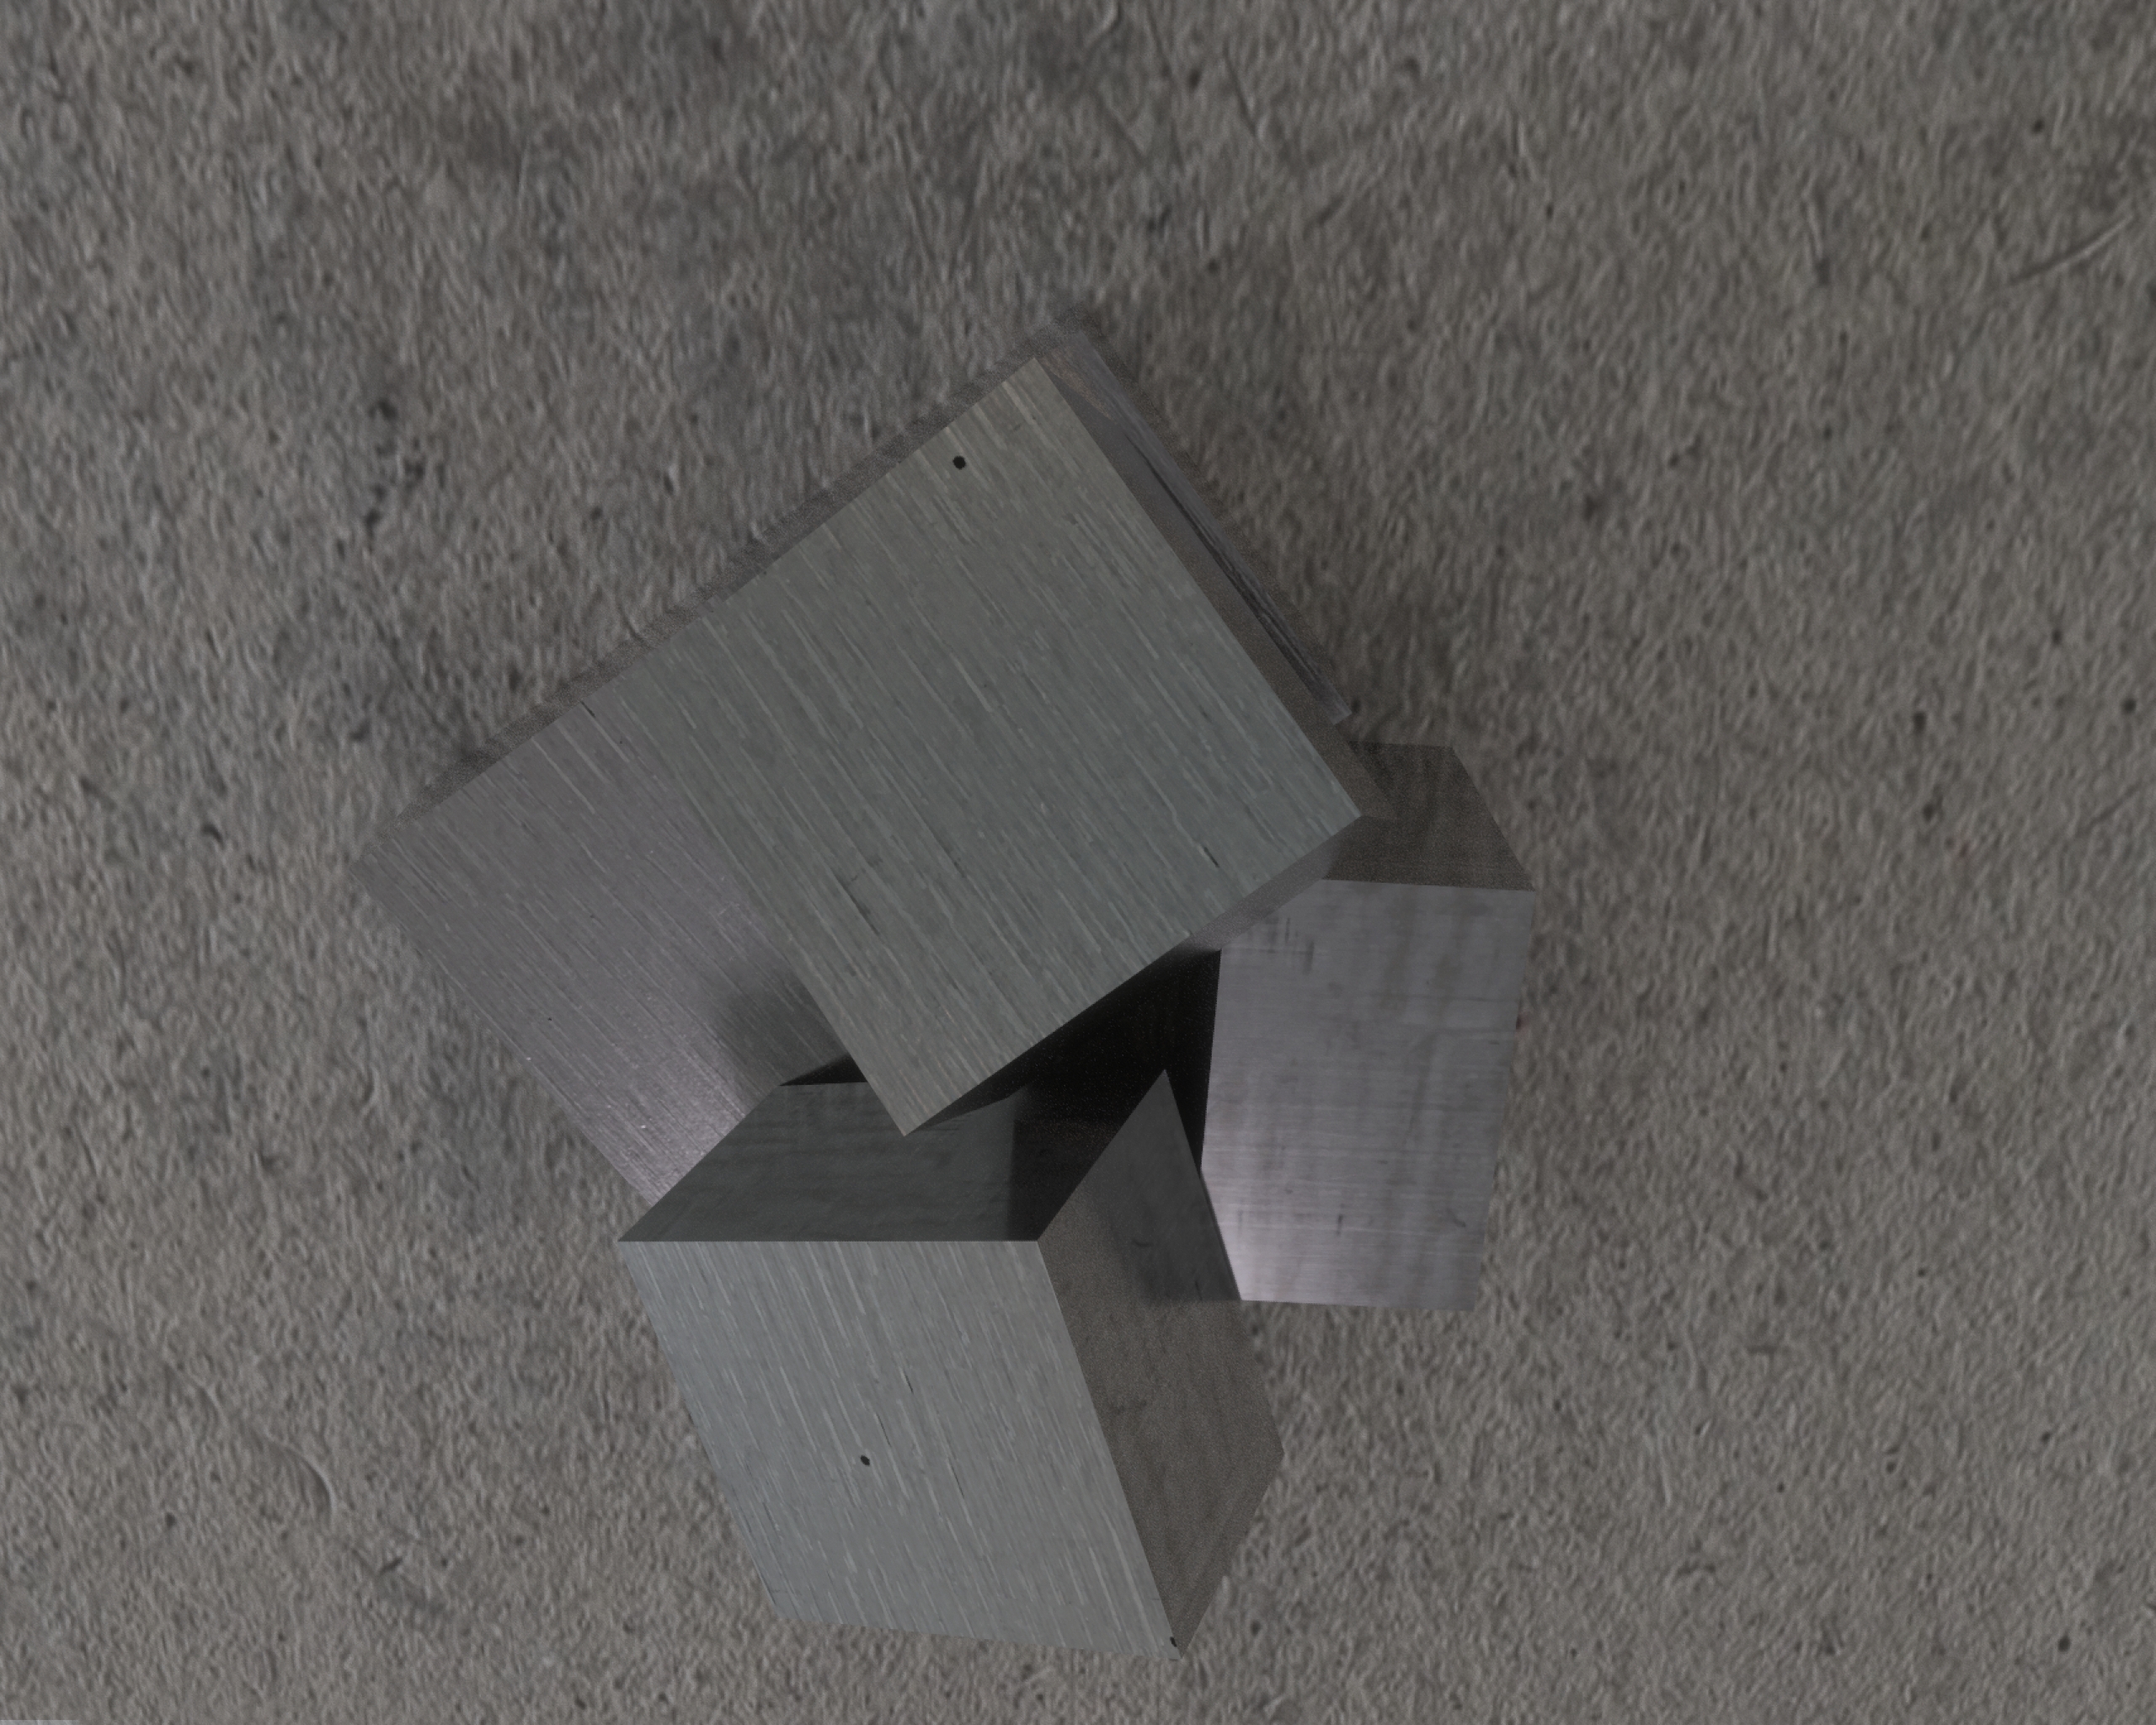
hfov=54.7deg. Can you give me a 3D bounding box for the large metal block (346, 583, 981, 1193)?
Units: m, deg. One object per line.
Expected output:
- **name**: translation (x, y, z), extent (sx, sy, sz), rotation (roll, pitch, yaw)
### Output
- **large metal block**: translation (-0.073, 0.001, 0.396), extent (0.080, 0.050, 0.080), rotation (-34, 107, 11)

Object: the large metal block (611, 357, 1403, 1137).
- **large metal block**: translation (-0.009, -0.016, 0.321), extent (0.080, 0.050, 0.080), rotation (-36, 81, 12)

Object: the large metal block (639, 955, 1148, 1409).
- **large metal block**: translation (-0.026, 0.062, 0.419), extent (0.080, 0.050, 0.080), rotation (-34, 107, 11)

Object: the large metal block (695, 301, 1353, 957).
- **large metal block**: translation (-0.009, -0.043, 0.380), extent (0.080, 0.050, 0.080), rotation (-34, 107, 11)

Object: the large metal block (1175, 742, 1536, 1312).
- **large metal block**: translation (0.047, 0.027, 0.391), extent (0.050, 0.080, 0.079), rotation (3, 110, -1)

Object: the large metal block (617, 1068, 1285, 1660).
- **large metal block**: translation (-0.019, 0.084, 0.358), extent (0.080, 0.050, 0.080), rotation (-6, 112, 29)
